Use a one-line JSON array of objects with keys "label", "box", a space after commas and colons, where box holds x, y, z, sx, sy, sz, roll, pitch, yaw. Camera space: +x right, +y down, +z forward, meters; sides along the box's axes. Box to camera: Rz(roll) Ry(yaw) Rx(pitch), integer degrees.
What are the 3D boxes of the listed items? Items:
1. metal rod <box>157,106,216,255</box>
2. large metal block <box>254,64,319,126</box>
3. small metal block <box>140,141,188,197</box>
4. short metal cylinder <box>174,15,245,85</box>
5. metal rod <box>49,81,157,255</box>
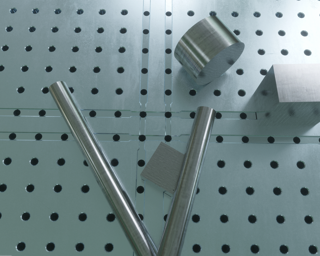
[{"label": "metal rod", "box": [0.017, 0.113, 0.343, 0.025, 0.025, 0.299, 16, 70, 5]}, {"label": "large metal block", "box": [0.176, -0.040, 0.399, 0.081, 0.080, 0.050, -1, 70, -1]}, {"label": "small metal block", "box": [0.010, 0.053, 0.392, 0.050, 0.025, 0.050, 30, 72, 10]}, {"label": "short metal cylinder", "box": [0.067, -0.104, 0.421, 0.080, 0.080, 0.050, -33, 74, -11]}, {"label": "metal rod", "box": [-0.066, 0.064, 0.387, 0.025, 0.025, 0.299, -29, 73, -10]}]
